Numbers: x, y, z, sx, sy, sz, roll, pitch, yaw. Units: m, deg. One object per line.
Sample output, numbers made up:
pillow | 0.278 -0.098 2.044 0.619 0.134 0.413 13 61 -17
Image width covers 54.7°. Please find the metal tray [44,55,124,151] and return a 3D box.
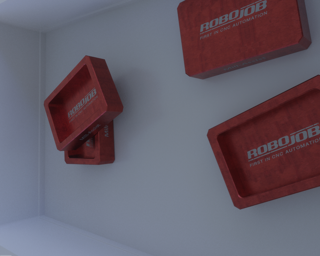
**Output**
metal tray | -0.118 -0.033 0.457 0.130 0.030 0.090 -35 69 34

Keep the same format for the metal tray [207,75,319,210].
metal tray | 0.119 0.018 0.304 0.130 0.030 0.090 -30 72 35

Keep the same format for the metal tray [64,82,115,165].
metal tray | -0.116 -0.008 0.496 0.090 0.030 0.129 -4 87 39

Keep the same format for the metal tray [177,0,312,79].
metal tray | 0.084 -0.112 0.333 0.130 0.030 0.089 -11 83 39
